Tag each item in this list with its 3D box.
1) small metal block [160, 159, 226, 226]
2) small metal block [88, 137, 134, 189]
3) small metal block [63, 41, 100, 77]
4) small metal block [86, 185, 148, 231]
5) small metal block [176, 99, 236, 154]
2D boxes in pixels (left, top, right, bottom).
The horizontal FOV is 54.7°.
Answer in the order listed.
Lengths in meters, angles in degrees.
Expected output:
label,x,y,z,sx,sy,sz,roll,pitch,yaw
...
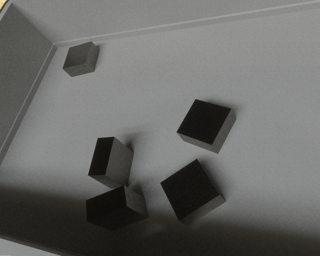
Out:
label,x,y,z,sx,sy,sz,roll,pitch,yaw
small metal block,0.036,0.071,0.343,0.050,0.025,0.050,-34,51,5
small metal block,-0.060,0.045,0.394,0.025,0.050,0.050,-5,59,26
small metal block,-0.141,-0.123,0.556,0.050,0.025,0.050,-8,58,24
small metal block,-0.049,0.094,0.358,0.050,0.050,0.025,-24,53,14
small metal block,0.057,-0.003,0.378,0.050,0.025,0.050,20,72,35
